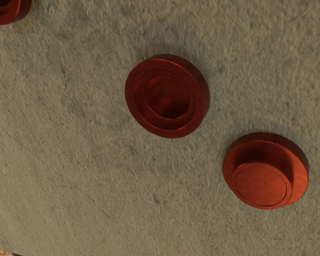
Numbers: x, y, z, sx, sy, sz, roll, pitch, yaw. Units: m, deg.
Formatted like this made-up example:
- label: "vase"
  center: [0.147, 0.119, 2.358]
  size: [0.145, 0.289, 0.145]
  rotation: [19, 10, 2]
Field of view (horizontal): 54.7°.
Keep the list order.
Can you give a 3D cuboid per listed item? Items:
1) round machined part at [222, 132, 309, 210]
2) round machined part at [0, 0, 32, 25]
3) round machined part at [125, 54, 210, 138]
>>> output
- label: "round machined part"
  center: [0.122, 0.057, 0.366]
  size: [0.098, 0.042, 0.097]
  rotation: [13, 124, 20]
- label: "round machined part"
  center: [-0.197, -0.182, 0.384]
  size: [0.098, 0.042, 0.097]
  rotation: [13, 124, 20]
- label: "round machined part"
  center: [0.012, -0.040, 0.364]
  size: [0.098, 0.042, 0.097]
  rotation: [13, 124, 20]
